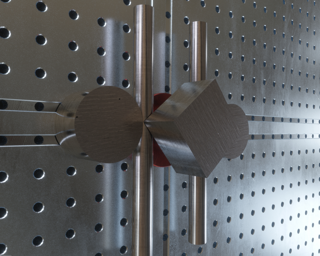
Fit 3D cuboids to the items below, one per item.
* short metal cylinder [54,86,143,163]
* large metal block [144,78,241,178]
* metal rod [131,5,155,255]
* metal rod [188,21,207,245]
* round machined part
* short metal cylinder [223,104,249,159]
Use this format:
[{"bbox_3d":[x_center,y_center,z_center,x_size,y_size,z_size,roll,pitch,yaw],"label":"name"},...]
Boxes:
[{"bbox_3d":[-0.066,-0.004,0.337,0.081,0.050,0.080,0,90,-40],"label":"short metal cylinder"},{"bbox_3d":[0.041,-0.001,0.366,0.080,0.050,0.080,-46,118,-30],"label":"large metal block"},{"bbox_3d":[-0.020,0.008,0.365,0.025,0.025,0.298,1,90,-40],"label":"metal rod"},{"bbox_3d":[0.052,0.007,0.425,0.025,0.025,0.298,0,90,-40],"label":"metal rod"},{"bbox_3d":[0.007,0.003,0.405,0.099,0.042,0.097,0,90,-40],"label":"round machined part"},{"bbox_3d":[0.089,0.005,0.467,0.081,0.050,0.080,0,90,-40],"label":"short metal cylinder"}]
